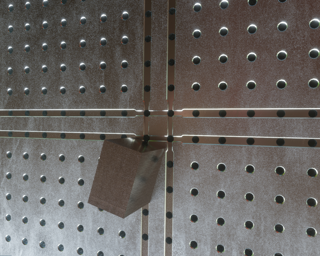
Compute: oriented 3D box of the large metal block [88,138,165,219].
[{"bbox_3d":[-0.040,0.059,0.398,0.050,0.080,0.080,18,96,19],"label":"large metal block"}]
